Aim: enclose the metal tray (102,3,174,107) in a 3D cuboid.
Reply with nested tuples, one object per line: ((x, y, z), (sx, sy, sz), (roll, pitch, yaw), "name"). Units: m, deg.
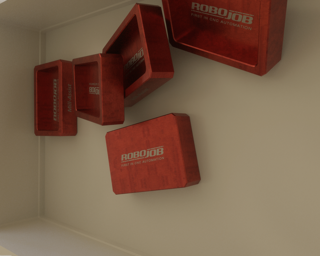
((-0.034, -0.086, 0.400), (0.130, 0.030, 0.090), (-25, 74, 59), "metal tray")

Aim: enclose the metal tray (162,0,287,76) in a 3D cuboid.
((0.060, -0.115, 0.319), (0.130, 0.030, 0.090), (29, 149, 35), "metal tray")

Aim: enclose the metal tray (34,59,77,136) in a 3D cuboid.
((-0.189, -0.050, 0.555), (0.090, 0.030, 0.129), (-1, 89, 39), "metal tray")

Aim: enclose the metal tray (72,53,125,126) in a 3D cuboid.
((-0.092, -0.056, 0.442), (0.130, 0.030, 0.089), (14, 107, 58), "metal tray")

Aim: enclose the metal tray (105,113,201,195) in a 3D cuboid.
((-0.015, 0.038, 0.414), (0.130, 0.030, 0.090), (-15, 80, 38), "metal tray")
